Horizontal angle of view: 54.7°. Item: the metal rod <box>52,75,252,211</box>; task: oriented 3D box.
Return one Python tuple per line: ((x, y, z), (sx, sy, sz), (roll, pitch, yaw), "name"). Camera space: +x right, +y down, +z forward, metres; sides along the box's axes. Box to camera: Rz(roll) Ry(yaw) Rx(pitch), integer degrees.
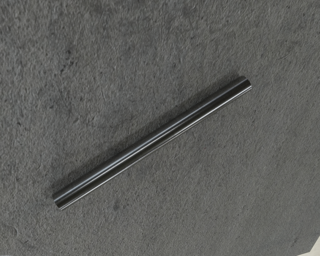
((-0.005, 0.016, 0.418), (0.301, 0.025, 0.025), (-32, 129, -8), "metal rod")
